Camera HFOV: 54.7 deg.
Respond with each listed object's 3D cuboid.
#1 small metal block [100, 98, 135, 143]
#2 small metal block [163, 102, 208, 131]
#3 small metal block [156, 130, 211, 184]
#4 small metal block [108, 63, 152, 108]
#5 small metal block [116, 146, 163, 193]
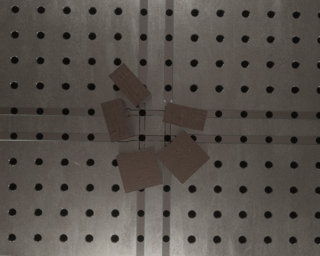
[{"bbox_3d":[-0.053,-0.009,0.400,0.025,0.050,0.050,-16,90,0],"label":"small metal block"},{"bbox_3d":[0.031,-0.014,0.401,0.050,0.050,0.025,13,90,-1],"label":"small metal block"},{"bbox_3d":[0.030,0.038,0.414,0.050,0.025,0.050,-43,91,-1],"label":"small metal block"},{"bbox_3d":[-0.037,-0.053,0.400,0.025,0.050,0.050,-41,91,0],"label":"small metal block"},{"bbox_3d":[-0.027,0.054,0.413,0.050,0.025,0.050,-14,90,0],"label":"small metal block"}]
